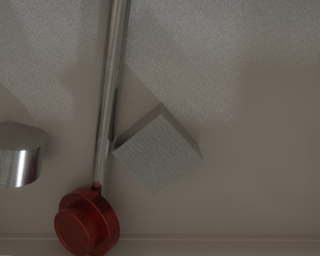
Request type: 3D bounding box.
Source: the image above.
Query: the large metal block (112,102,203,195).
[{"bbox_3d":[-0.003,0.027,0.408,0.080,0.050,0.080,-39,106,12],"label":"large metal block"}]

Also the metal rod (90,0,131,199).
[{"bbox_3d":[-0.068,-0.022,0.402,0.025,0.025,0.298,9,110,-4],"label":"metal rod"}]

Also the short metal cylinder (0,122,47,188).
[{"bbox_3d":[-0.189,0.032,0.391,0.081,0.080,0.050,14,109,-6],"label":"short metal cylinder"}]

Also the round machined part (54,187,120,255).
[{"bbox_3d":[-0.106,0.135,0.426,0.098,0.042,0.097,12,113,30],"label":"round machined part"}]
